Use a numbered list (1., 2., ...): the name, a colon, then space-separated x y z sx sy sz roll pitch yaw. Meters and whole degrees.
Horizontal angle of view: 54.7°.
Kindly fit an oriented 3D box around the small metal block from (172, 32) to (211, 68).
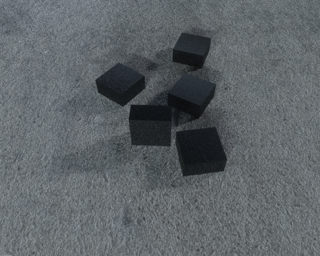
1. small metal block: 0.053 -0.129 0.512 0.050 0.025 0.050 15 52 12

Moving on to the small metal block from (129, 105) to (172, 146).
1. small metal block: -0.011 -0.002 0.389 0.050 0.050 0.025 2 50 1

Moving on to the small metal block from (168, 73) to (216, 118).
1. small metal block: 0.045 -0.047 0.443 0.050 0.025 0.050 24 54 19

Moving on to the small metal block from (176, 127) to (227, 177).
1. small metal block: 0.049 0.028 0.379 0.050 0.025 0.050 -7 50 -6

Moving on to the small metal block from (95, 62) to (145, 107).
1. small metal block: -0.058 -0.065 0.457 0.050 0.025 0.050 30 56 23
